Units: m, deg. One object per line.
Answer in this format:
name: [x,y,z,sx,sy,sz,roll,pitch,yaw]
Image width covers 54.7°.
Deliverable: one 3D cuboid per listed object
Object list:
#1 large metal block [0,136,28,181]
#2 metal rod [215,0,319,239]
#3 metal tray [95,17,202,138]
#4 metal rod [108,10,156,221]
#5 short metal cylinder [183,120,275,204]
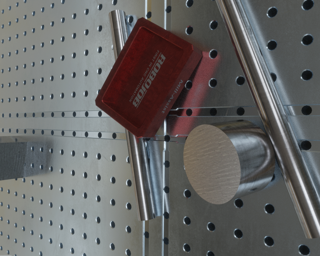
large metal block: [-0.331,0.062,0.642,0.050,0.081,0.079,17,101,38]
metal rod: [0.106,-0.041,0.320,0.025,0.025,0.299,-26,74,36]
metal tray: [-0.018,-0.063,0.398,0.090,0.030,0.129,36,104,24]
metal rod: [-0.041,-0.023,0.440,0.025,0.025,0.298,-15,81,39]
short metal cylinder: [0.069,0.033,0.321,0.080,0.050,0.079,15,109,53]
